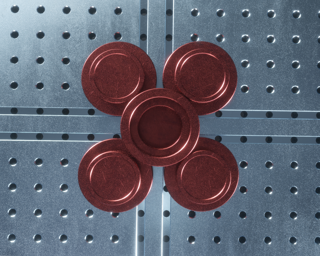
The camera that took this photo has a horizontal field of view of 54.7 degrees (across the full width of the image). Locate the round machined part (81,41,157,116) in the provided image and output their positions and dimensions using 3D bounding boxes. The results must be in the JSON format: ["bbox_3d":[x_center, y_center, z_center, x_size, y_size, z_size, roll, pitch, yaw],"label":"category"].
[{"bbox_3d":[-0.054,-0.064,0.403,0.099,0.042,0.097,0,90,-1],"label":"round machined part"}]

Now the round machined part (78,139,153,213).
[{"bbox_3d":[-0.058,0.063,0.405,0.099,0.042,0.097,0,90,-1],"label":"round machined part"}]

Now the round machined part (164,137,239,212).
[{"bbox_3d":[0.055,0.061,0.405,0.099,0.042,0.097,0,90,-1],"label":"round machined part"}]

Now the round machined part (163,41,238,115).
[{"bbox_3d":[0.053,-0.065,0.405,0.099,0.042,0.097,0,90,-1],"label":"round machined part"}]

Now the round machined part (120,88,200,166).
[{"bbox_3d":[0.000,-0.001,0.403,0.099,0.042,0.097,0,90,-1],"label":"round machined part"}]
